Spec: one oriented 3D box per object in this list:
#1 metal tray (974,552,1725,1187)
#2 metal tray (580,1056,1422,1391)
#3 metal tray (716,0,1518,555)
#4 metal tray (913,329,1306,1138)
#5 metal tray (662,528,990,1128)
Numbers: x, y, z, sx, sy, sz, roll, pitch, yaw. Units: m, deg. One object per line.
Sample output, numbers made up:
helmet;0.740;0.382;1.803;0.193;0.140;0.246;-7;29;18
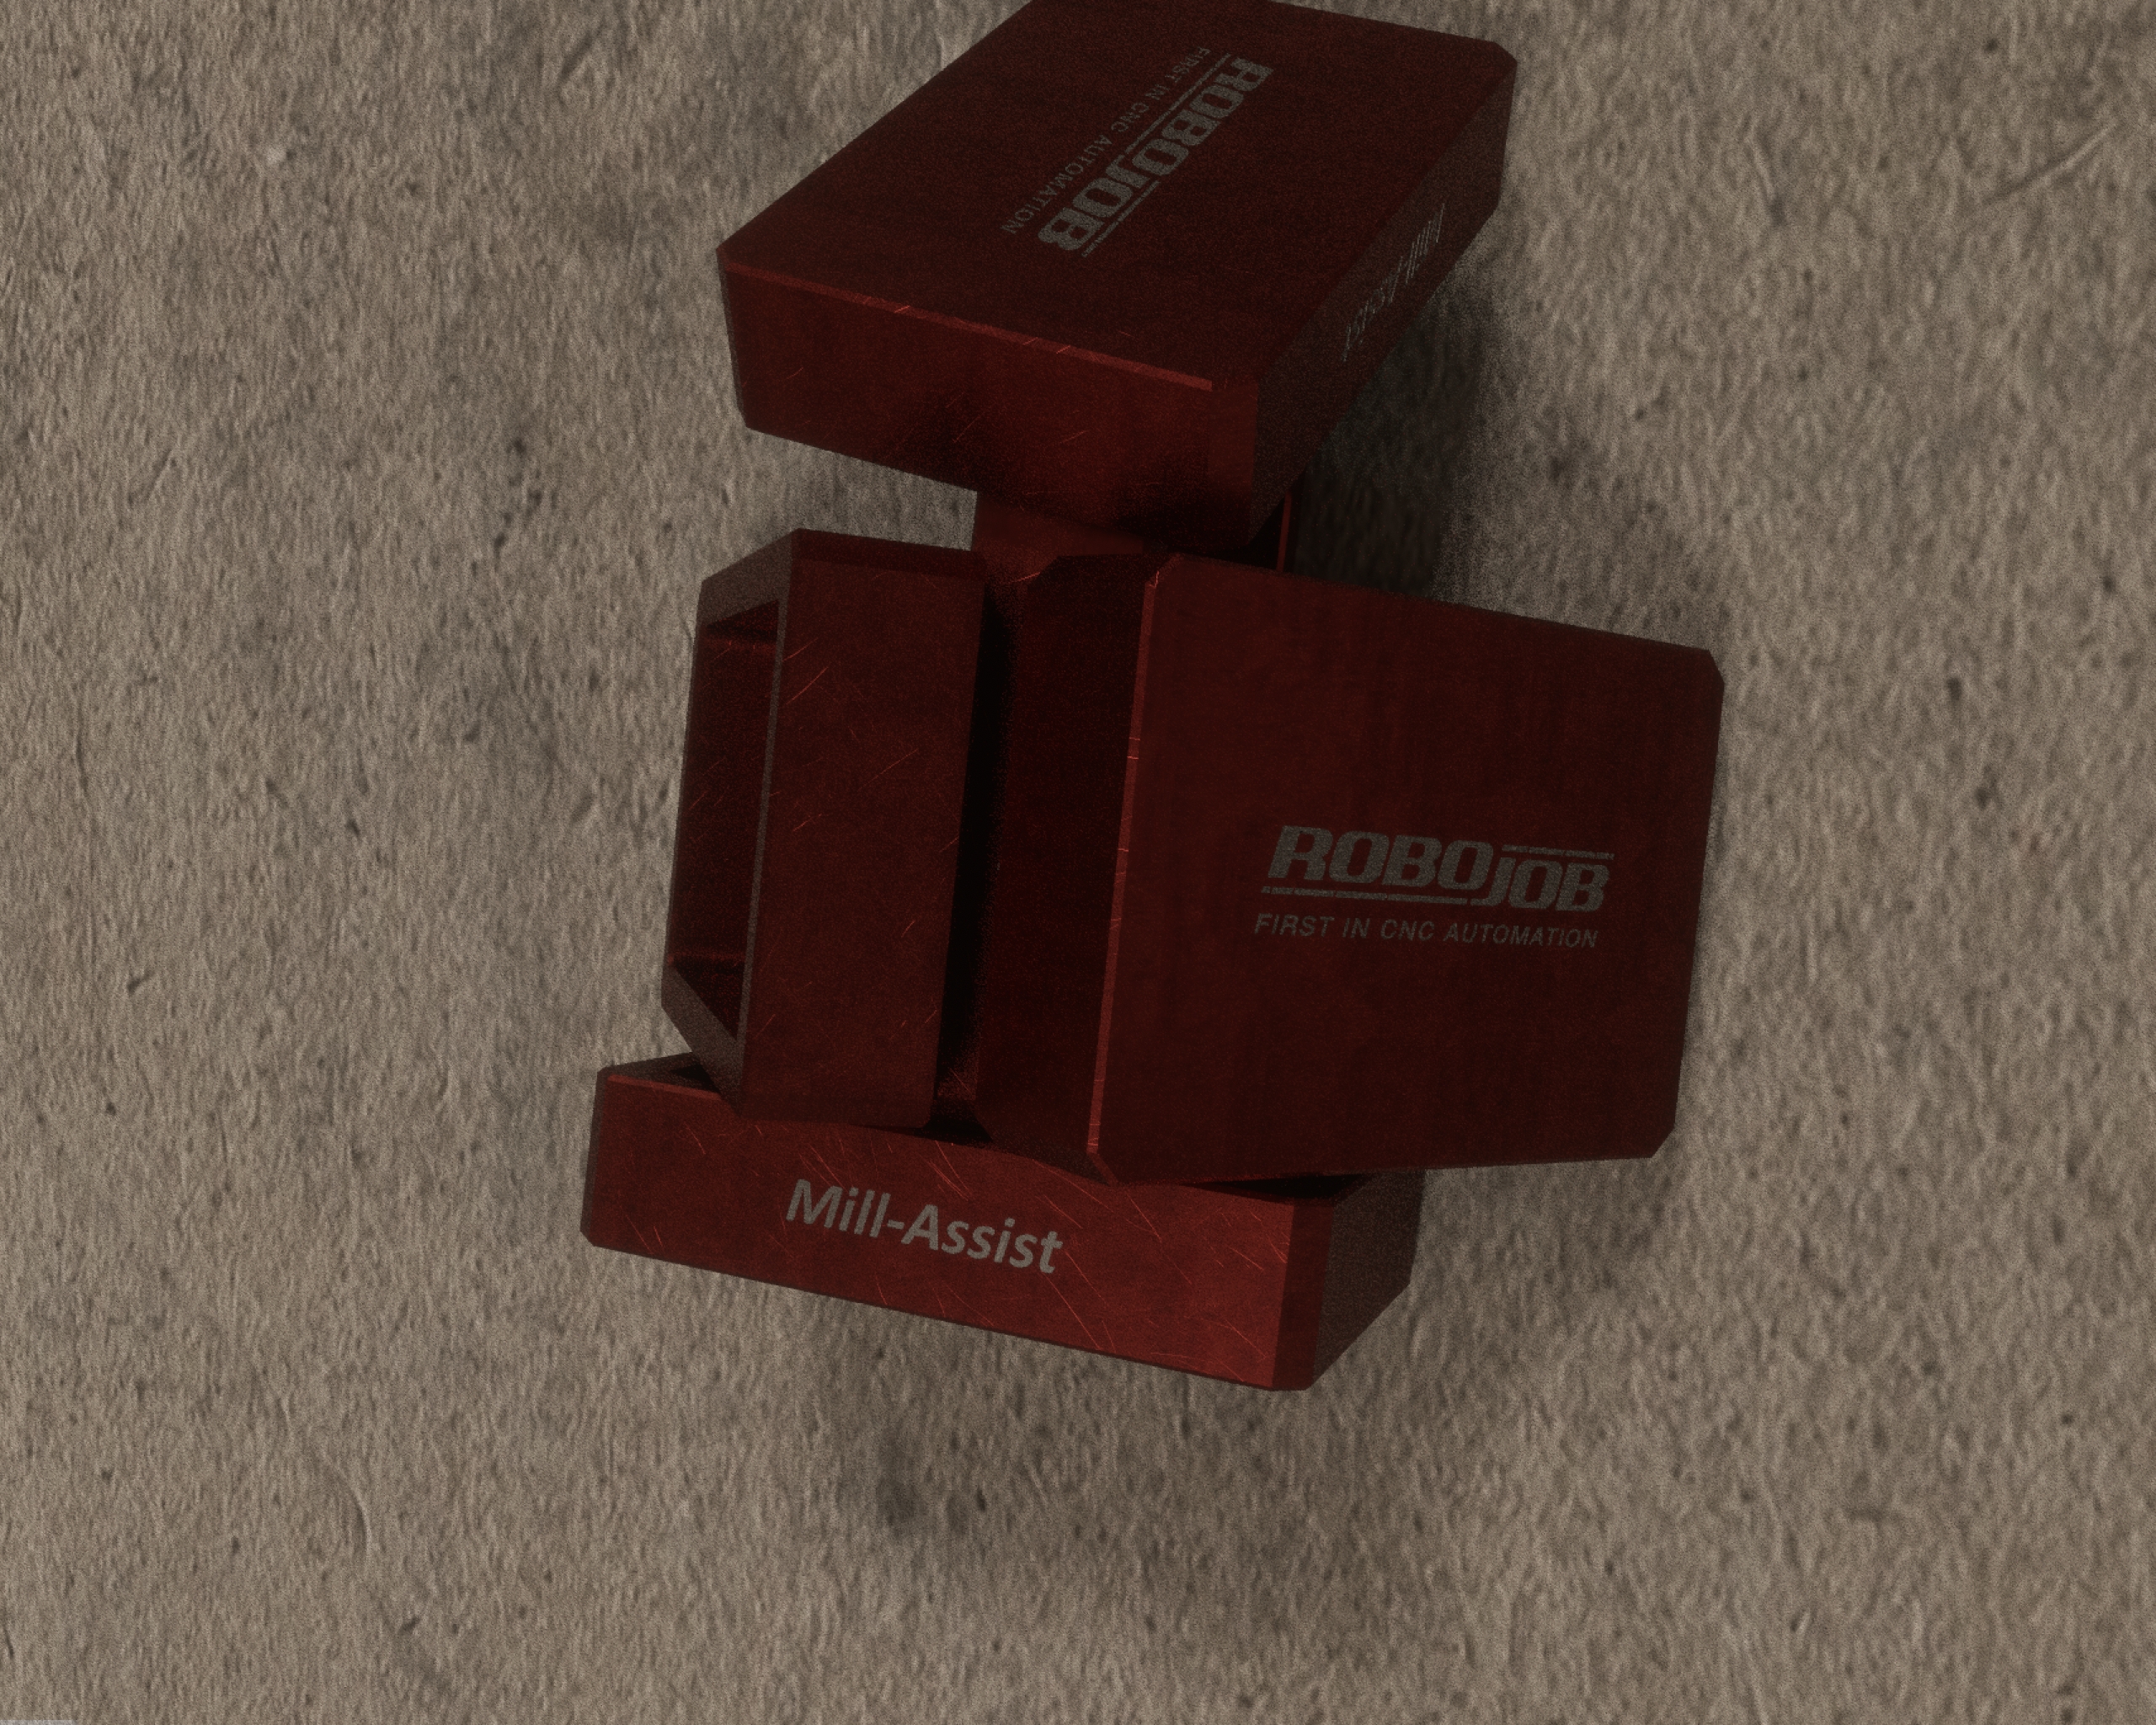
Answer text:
metal tray;0.049;0.003;0.339;0.030;0.131;0.089;9;94;53
metal tray;-0.010;0.058;0.378;0.130;0.090;0.030;8;93;19
metal tray;0.011;-0.109;0.357;0.090;0.130;0.030;19;137;18
metal tray;0.009;-0.021;0.371;0.030;0.090;0.129;8;93;19
metal tray;-0.050;-0.009;0.375;0.030;0.130;0.089;5;92;-17
